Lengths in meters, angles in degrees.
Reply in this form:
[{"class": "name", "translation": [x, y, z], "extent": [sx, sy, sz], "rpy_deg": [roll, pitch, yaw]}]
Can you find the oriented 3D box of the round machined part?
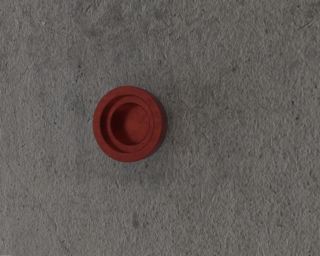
[{"class": "round machined part", "translation": [-0.036, -0.005, 0.413], "extent": [0.098, 0.042, 0.097], "rpy_deg": [0, 90, 20]}]
